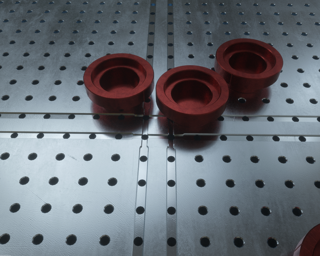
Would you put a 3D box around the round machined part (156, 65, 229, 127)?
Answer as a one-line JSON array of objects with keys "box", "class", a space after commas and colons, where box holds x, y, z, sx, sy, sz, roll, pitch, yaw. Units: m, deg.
[{"box": [0.043, -0.040, 0.431, 0.099, 0.042, 0.098, 0, 50, 0], "class": "round machined part"}]

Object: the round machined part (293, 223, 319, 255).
[{"box": [0.171, 0.138, 0.281, 0.099, 0.042, 0.098, 0, 50, 0], "class": "round machined part"}]

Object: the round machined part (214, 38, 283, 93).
[{"box": [0.132, -0.091, 0.474, 0.099, 0.042, 0.098, 0, 50, 0], "class": "round machined part"}]

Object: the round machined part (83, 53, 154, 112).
[{"box": [-0.057, -0.061, 0.448, 0.099, 0.042, 0.098, 0, 50, 0], "class": "round machined part"}]
